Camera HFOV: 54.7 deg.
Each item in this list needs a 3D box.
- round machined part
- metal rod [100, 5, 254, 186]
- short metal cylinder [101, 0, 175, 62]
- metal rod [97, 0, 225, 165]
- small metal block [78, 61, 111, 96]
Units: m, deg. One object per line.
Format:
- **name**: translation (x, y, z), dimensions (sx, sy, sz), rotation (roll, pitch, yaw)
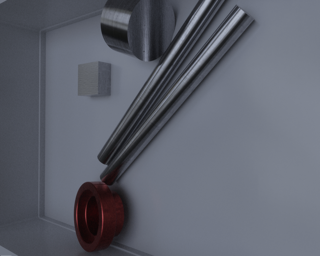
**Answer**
- **round machined part**: translation (-0.088, 0.128, 0.456), dimensions (0.098, 0.042, 0.097), rotation (-8, 79, 52)
- **metal rod**: translation (0.006, -0.023, 0.400), dimensions (0.298, 0.025, 0.025), rotation (-50, 61, 28)
- **short metal cylinder**: translation (-0.027, -0.130, 0.391), dimensions (0.050, 0.081, 0.079), rotation (28, 107, 36)
- **metal rod**: translation (-0.004, -0.060, 0.408), dimensions (0.025, 0.025, 0.298), rotation (51, 119, 27)
- **small metal block**: translation (-0.104, -0.076, 0.490), dimensions (0.050, 0.025, 0.050), rotation (2, 91, 39)
